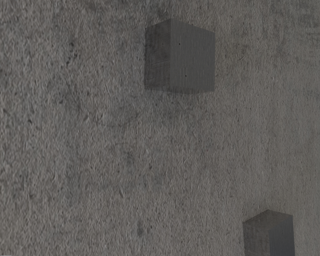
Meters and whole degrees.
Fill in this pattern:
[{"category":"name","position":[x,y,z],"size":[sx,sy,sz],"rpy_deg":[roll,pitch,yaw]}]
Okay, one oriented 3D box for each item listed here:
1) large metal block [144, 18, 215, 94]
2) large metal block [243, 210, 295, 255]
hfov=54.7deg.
[{"category":"large metal block","position":[0.027,-0.090,0.411],"size":[0.081,0.050,0.080],"rpy_deg":[2,89,-40]},{"category":"large metal block","position":[0.195,0.201,0.552],"size":[0.081,0.050,0.079],"rpy_deg":[-10,96,-40]}]
